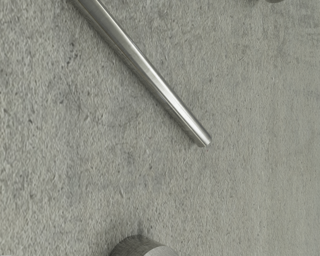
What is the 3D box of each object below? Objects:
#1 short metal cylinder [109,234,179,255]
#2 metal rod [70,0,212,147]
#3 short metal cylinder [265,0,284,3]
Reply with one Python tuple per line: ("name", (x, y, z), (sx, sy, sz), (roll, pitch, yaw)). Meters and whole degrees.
("short metal cylinder", (-0.019, 0.176, 0.373), (0.081, 0.050, 0.080), (0, 90, -40))
("metal rod", (-0.023, -0.076, 0.384), (0.300, 0.025, 0.025), (47, 62, -30))
("short metal cylinder", (0.199, -0.266, 0.535), (0.050, 0.080, 0.080), (19, 78, -39))
